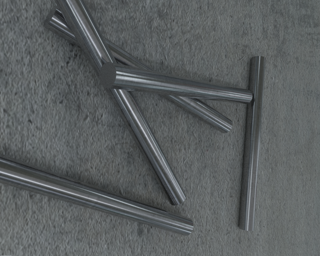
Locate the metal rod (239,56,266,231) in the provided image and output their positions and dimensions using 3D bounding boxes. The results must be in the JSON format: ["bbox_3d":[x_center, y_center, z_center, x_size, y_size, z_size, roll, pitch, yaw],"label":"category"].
[{"bbox_3d":[0.161,0.024,0.539,0.025,0.025,0.298,9,84,-40],"label":"metal rod"}]

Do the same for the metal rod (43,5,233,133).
[{"bbox_3d":[-0.003,-0.058,0.401,0.301,0.025,0.025,27,73,-37],"label":"metal rod"}]

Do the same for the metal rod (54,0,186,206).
[{"bbox_3d":[-0.035,-0.021,0.354,0.025,0.025,0.299,-45,123,-30],"label":"metal rod"}]

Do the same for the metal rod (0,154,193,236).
[{"bbox_3d":[-0.069,0.080,0.346,0.301,0.025,0.025,29,72,-36],"label":"metal rod"}]

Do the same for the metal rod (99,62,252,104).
[{"bbox_3d":[0.048,-0.052,0.412,0.302,0.025,0.025,-1,91,-50],"label":"metal rod"}]
